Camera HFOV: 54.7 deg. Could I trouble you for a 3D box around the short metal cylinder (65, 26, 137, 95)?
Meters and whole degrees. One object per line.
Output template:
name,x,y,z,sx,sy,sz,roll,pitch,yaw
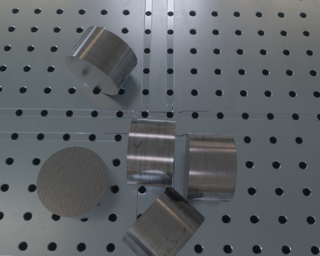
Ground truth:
short metal cylinder,-0.078,-0.088,0.414,0.080,0.080,0.050,27,72,9

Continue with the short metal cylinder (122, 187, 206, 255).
short metal cylinder,0.004,0.112,0.342,0.050,0.080,0.080,42,75,13

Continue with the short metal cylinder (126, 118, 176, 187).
short metal cylinder,-0.009,0.030,0.371,0.050,0.080,0.080,4,70,1

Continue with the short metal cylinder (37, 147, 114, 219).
short metal cylinder,-0.099,0.068,0.373,0.081,0.050,0.080,0,70,0

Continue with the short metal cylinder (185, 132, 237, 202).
short metal cylinder,0.057,0.046,0.366,0.050,0.080,0.080,2,70,1
